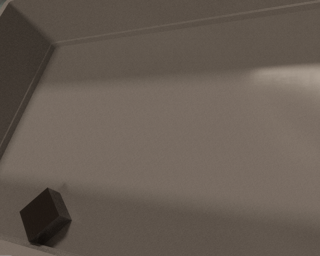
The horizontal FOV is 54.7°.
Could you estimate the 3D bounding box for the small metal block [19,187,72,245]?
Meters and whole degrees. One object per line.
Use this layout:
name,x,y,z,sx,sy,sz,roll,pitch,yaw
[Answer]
small metal block,-0.153,0.117,0.412,0.050,0.025,0.050,-41,51,-1

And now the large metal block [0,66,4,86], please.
large metal block,-0.382,-0.123,0.645,0.050,0.080,0.080,-37,51,3
